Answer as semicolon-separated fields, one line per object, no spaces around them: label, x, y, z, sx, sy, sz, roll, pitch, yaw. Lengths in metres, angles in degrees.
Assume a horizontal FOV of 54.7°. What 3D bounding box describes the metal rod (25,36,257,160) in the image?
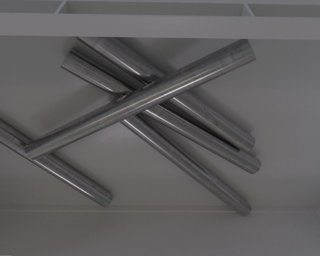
metal rod;-0.040;-0.023;0.354;0.300;0.025;0.025;-23;127;22

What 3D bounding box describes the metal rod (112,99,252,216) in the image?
metal rod;0.043;0.055;0.455;0.025;0.025;0.301;-35;122;26

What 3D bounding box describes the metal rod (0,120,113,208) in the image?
metal rod;-0.182;0.032;0.433;0.025;0.025;0.300;-32;123;24

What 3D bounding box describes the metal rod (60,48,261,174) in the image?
metal rod;0.018;-0.010;0.400;0.301;0.025;0.025;29;124;-23

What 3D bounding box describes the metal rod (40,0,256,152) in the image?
metal rod;0.005;-0.050;0.366;0.301;0.025;0.025;32;123;-25
